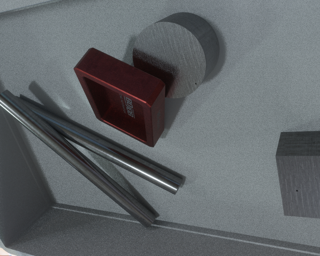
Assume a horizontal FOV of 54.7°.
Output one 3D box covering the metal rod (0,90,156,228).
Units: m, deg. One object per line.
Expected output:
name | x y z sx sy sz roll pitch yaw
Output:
metal rod | -0.123 0.054 0.480 0.300 0.025 0.025 43 129 -12

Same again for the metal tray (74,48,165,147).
metal tray | -0.041 -0.029 0.365 0.090 0.030 0.130 27 160 11

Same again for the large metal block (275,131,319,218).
large metal block | 0.174 0.050 0.332 0.080 0.050 0.080 -3 117 29

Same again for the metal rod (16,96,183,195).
metal rod | -0.106 0.022 0.475 0.301 0.025 0.025 25 127 12

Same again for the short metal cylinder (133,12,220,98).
short metal cylinder | 0.018 -0.078 0.333 0.080 0.050 0.079 13 124 20
